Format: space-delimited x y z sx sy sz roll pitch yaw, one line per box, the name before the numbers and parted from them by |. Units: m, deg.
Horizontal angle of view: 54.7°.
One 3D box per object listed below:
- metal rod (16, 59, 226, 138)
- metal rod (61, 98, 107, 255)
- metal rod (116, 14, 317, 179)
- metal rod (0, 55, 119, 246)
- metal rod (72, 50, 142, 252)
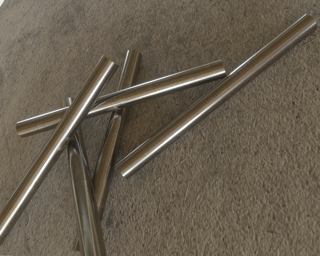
metal rod | -0.060 -0.037 0.426 0.301 0.025 0.025 -16 55 11
metal rod | -0.104 0.053 0.399 0.025 0.025 0.300 -33 43 6
metal rod | 0.069 -0.038 0.390 0.300 0.025 0.025 -39 51 2
metal rod | -0.148 0.035 0.416 0.025 0.025 0.299 39 97 39
metal rod | -0.066 0.014 0.430 0.025 0.025 0.300 -4 60 26
